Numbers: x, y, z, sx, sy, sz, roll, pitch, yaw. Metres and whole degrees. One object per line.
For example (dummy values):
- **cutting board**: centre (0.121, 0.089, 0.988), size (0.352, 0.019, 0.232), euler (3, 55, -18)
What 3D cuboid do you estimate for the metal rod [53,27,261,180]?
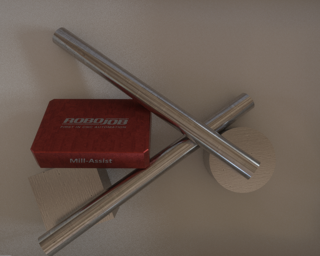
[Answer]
- **metal rod**: centre (-0.013, -0.037, 0.380), size (0.300, 0.025, 0.025), euler (36, 90, 12)

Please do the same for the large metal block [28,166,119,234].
- **large metal block**: centre (-0.106, 0.083, 0.393), size (0.080, 0.050, 0.080), euler (-19, 90, -1)

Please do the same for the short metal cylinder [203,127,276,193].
- **short metal cylinder**: centre (0.099, 0.038, 0.398), size (0.081, 0.050, 0.079), euler (0, 90, -1)

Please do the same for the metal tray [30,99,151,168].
- **metal tray**: centre (-0.077, 0.005, 0.379), size (0.131, 0.030, 0.090), euler (0, 46, 1)

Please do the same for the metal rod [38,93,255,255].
- **metal rod**: centre (-0.005, 0.047, 0.373), size (0.301, 0.025, 0.025), euler (-34, 90, -14)
